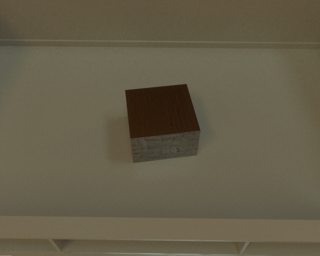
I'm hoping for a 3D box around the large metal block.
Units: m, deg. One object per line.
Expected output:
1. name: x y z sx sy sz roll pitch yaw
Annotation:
1. large metal block: 0.001 -0.007 0.395 0.080 0.050 0.080 -6 50 -5
